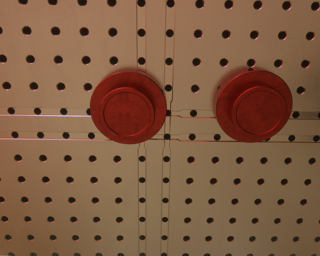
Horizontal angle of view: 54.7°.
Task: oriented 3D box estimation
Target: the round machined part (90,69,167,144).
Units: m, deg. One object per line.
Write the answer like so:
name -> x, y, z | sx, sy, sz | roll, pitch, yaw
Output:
round machined part -> -0.040, -0.023, 0.395 | 0.099, 0.042, 0.097 | 0, 110, -1

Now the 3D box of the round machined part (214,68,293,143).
round machined part -> 0.121, -0.025, 0.397 | 0.099, 0.042, 0.097 | 0, 110, -1
